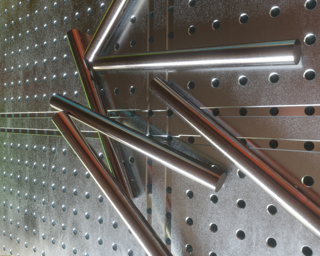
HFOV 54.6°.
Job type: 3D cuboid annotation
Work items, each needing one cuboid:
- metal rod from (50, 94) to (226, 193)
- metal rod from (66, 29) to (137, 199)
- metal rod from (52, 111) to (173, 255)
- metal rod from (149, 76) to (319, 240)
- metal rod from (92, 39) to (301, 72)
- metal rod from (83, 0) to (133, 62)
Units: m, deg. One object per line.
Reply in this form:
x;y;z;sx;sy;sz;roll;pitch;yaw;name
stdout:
-0.049;0.009;0.428;0.300;0.025;0.025;24;105;30;metal rod
-0.097;-0.029;0.490;0.025;0.025;0.299;-34;69;35;metal rod
-0.059;0.093;0.426;0.300;0.025;0.025;50;120;16;metal rod
0.088;0.030;0.337;0.300;0.025;0.025;43;116;31;metal rod
0.018;-0.088;0.395;0.300;0.025;0.025;7;95;40;metal rod
-0.031;-0.219;0.436;0.299;0.025;0.025;-52;60;27;metal rod
